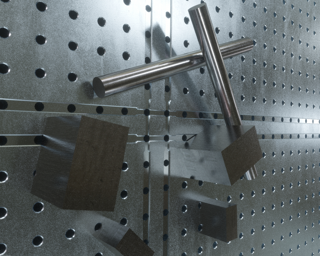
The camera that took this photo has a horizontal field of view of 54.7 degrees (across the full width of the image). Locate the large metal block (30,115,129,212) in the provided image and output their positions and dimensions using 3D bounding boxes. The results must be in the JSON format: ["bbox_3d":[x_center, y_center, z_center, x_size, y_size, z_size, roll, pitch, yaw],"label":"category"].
[{"bbox_3d":[-0.081,0.033,0.306,0.050,0.080,0.080,16,80,-39],"label":"large metal block"}]

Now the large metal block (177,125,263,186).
[{"bbox_3d":[0.086,0.035,0.445,0.081,0.080,0.050,-31,110,-36],"label":"large metal block"}]

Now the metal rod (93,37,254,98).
[{"bbox_3d":[0.040,-0.095,0.442,0.302,0.025,0.025,-24,106,-37],"label":"metal rod"}]

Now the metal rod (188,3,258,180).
[{"bbox_3d":[0.103,-0.038,0.473,0.025,0.025,0.299,-43,123,-31],"label":"metal rod"}]

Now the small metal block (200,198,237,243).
[{"bbox_3d":[0.088,0.138,0.467,0.025,0.050,0.050,-3,92,-40],"label":"small metal block"}]

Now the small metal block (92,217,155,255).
[{"bbox_3d":[-0.042,0.134,0.358,0.025,0.050,0.050,-52,121,-27],"label":"small metal block"}]
